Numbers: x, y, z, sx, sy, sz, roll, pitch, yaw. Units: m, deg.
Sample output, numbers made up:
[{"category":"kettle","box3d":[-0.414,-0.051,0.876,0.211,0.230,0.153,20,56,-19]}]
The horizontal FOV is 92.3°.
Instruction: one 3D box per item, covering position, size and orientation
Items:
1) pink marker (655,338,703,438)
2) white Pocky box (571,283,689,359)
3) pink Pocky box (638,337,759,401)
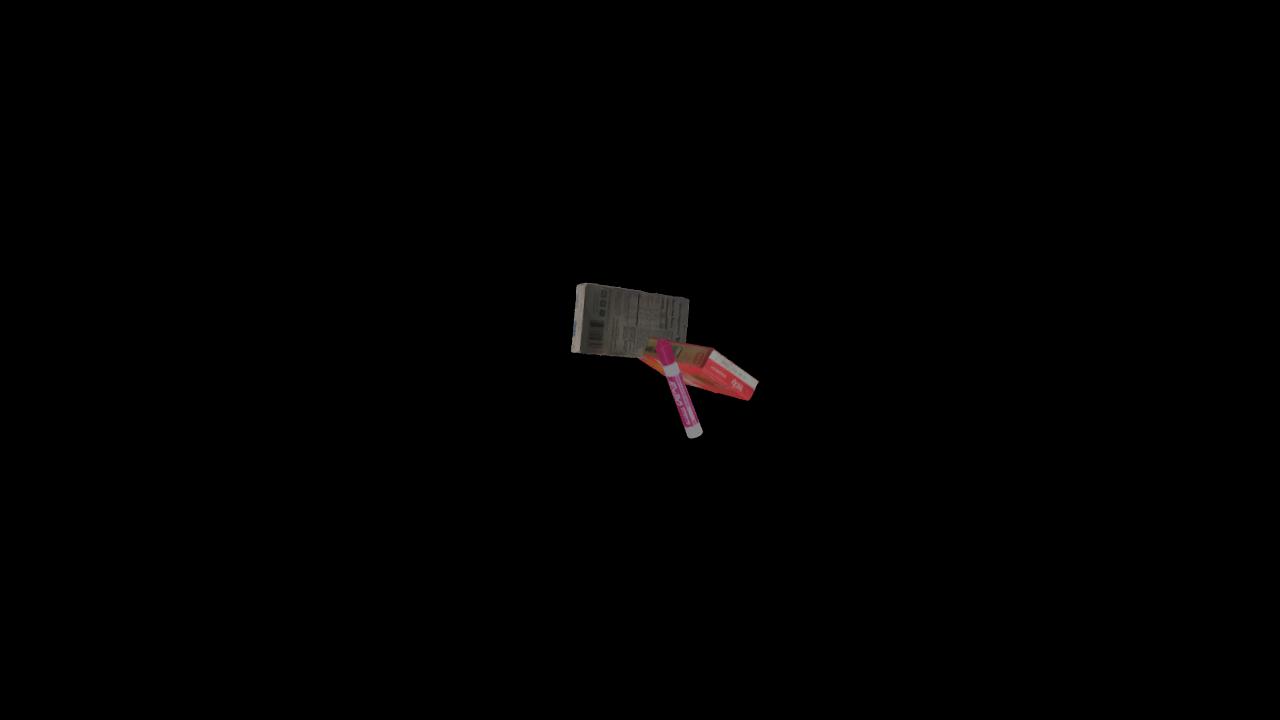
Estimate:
[{"category":"pink marker","box3d":[0.043,0.032,0.692,0.020,0.121,0.020,-19,16,6]},{"category":"white Pocky box","box3d":[-0.009,-0.044,0.755,0.154,0.084,0.028,5,1,-34]},{"category":"pink Pocky box","box3d":[0.060,0.007,0.739,0.084,0.029,0.155,34,-11,-32]}]
